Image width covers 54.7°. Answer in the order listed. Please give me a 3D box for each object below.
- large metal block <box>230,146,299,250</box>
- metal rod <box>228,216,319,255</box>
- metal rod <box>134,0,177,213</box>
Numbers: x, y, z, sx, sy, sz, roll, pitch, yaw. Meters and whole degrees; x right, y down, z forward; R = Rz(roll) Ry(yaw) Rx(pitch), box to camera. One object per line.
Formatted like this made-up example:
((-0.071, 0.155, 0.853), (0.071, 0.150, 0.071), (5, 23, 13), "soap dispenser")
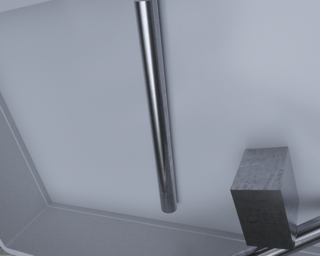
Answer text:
((0.124, 0.078, 0.355), (0.050, 0.080, 0.080), (-7, 115, 31), "large metal block")
((0.107, 0.154, 0.365), (0.300, 0.025, 0.025), (-28, 104, 10), "metal rod")
((-0.001, -0.008, 0.402), (0.025, 0.025, 0.298), (8, 122, 24), "metal rod")
